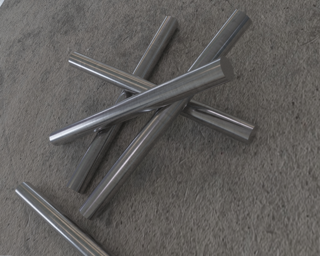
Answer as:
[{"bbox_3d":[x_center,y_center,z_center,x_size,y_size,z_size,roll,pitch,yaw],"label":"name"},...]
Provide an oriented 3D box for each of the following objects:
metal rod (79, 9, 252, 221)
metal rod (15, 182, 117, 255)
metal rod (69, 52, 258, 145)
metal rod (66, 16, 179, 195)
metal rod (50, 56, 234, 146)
[{"bbox_3d":[0.002,-0.010,0.369,0.299,0.025,0.025,-52,51,7],"label":"metal rod"},{"bbox_3d":[-0.087,0.137,0.365,0.300,0.025,0.025,23,74,36],"label":"metal rod"},{"bbox_3d":[-0.015,-0.050,0.417,0.300,0.025,0.025,26,76,28],"label":"metal rod"},{"bbox_3d":[-0.048,-0.044,0.456,0.025,0.025,0.300,16,70,34],"label":"metal rod"},{"bbox_3d":[-0.048,-0.020,0.387,0.299,0.025,0.025,-18,53,38],"label":"metal rod"}]
